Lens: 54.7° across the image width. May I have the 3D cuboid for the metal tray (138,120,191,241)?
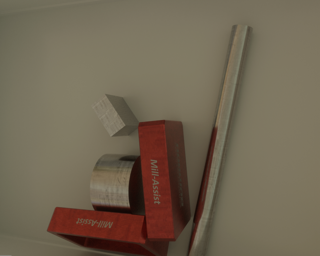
[{"bbox_3d":[0.008,0.057,0.371,0.030,0.090,0.129,-6,88,17],"label":"metal tray"}]

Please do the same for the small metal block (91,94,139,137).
[{"bbox_3d":[-0.058,-0.016,0.417,0.025,0.050,0.050,-37,78,16],"label":"small metal block"}]

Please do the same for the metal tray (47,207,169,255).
[{"bbox_3d":[-0.062,0.134,0.394,0.130,0.090,0.030,-1,57,20],"label":"metal tray"}]

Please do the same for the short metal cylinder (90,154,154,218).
[{"bbox_3d":[-0.046,0.073,0.396,0.050,0.080,0.079,0,90,20],"label":"short metal cylinder"}]

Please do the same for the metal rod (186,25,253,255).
[{"bbox_3d":[0.072,0.025,0.384,0.025,0.025,0.298,12,94,19],"label":"metal rod"}]
